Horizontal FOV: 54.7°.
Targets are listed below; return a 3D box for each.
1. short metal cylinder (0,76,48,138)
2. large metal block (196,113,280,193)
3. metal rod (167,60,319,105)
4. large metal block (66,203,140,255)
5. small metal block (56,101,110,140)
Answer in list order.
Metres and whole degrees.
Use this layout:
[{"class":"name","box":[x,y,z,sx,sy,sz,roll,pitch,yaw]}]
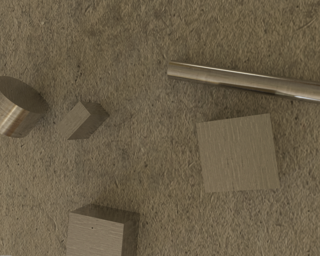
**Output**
[{"class":"short metal cylinder","box":[-0.215,-0.031,0.456,0.080,0.080,0.050,47,104,14]},{"class":"large metal block","box":[0.092,0.029,0.363,0.080,0.050,0.080,-8,87,19]},{"class":"metal rod","box":[0.153,-0.045,0.354,0.301,0.025,0.025,13,94,19]},{"class":"large metal block","box":[-0.077,0.155,0.423,0.080,0.050,0.079,6,92,20]},{"class":"small metal block","box":[-0.106,-0.010,0.433,0.050,0.050,0.025,-44,76,15]}]
